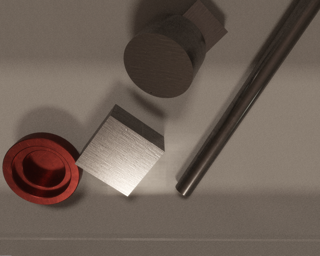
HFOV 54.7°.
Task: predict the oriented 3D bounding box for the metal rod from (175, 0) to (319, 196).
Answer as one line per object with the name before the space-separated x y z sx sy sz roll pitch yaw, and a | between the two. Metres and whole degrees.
metal rod | 0.107 -0.032 0.400 0.025 0.025 0.298 28 107 -10

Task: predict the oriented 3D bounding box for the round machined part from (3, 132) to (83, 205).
round machined part | -0.153 0.051 0.419 0.099 0.042 0.097 0 110 -1

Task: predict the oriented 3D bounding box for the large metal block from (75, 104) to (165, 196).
large metal block | -0.051 0.029 0.408 0.080 0.050 0.080 35 106 -12

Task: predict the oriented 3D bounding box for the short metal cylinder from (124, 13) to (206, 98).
short metal cylinder | 0.006 -0.081 0.350 0.080 0.050 0.079 15 136 15

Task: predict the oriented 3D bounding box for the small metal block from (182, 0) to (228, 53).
small metal block | 0.043 -0.115 0.369 0.050 0.025 0.050 43 104 -15
